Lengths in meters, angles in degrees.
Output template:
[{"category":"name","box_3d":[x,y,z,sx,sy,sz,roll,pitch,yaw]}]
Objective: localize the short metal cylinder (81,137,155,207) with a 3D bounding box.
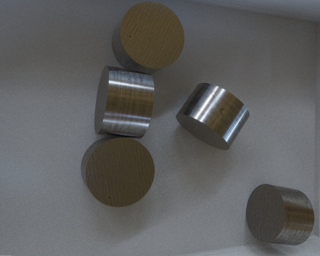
[{"category":"short metal cylinder","box_3d":[-0.053,0.051,0.378,0.081,0.050,0.080,0,90,-20]}]

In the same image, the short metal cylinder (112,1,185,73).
[{"category":"short metal cylinder","box_3d":[-0.016,-0.111,0.391,0.081,0.050,0.080,0,90,-20]}]

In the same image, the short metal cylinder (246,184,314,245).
[{"category":"short metal cylinder","box_3d":[0.169,0.124,0.444,0.050,0.080,0.080,13,86,-20]}]

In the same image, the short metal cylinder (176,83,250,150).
[{"category":"short metal cylinder","box_3d":[0.068,-0.014,0.406,0.080,0.080,0.050,38,78,-16]}]

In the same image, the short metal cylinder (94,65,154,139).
[{"category":"short metal cylinder","box_3d":[-0.044,-0.029,0.365,0.050,0.080,0.080,7,88,-20]}]
